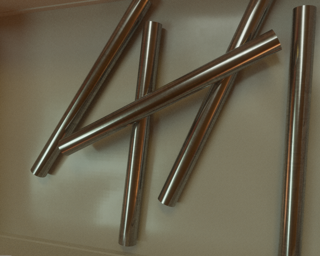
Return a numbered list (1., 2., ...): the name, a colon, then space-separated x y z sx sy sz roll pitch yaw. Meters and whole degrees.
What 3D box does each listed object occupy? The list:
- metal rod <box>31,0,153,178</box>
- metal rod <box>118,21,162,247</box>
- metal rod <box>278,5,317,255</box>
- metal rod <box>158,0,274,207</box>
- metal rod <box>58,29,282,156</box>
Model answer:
1. metal rod: -0.103 -0.053 0.445 0.025 0.025 0.299 37 101 16
2. metal rod: -0.027 0.009 0.419 0.025 0.025 0.298 8 93 19
3. metal rod: 0.157 0.014 0.355 0.025 0.025 0.298 3 91 19
4. metal rod: 0.069 -0.038 0.385 0.025 0.025 0.298 27 99 17
5. metal rod: -0.002 -0.035 0.382 0.300 0.025 0.025 -25 82 17
